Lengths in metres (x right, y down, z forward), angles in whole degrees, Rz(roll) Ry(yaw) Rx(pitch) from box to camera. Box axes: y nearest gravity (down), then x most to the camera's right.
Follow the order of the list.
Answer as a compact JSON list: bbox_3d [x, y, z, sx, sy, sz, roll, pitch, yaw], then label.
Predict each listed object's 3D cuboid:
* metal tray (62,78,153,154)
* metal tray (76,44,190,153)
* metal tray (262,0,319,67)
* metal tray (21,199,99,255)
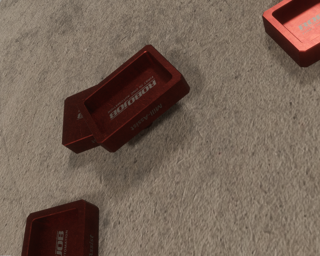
[{"bbox_3d":[-0.080,-0.024,0.456,0.130,0.030,0.090,-20,54,16],"label":"metal tray"},{"bbox_3d":[-0.038,-0.041,0.404,0.130,0.030,0.090,-39,51,1],"label":"metal tray"},{"bbox_3d":[0.207,-0.141,0.378,0.130,0.030,0.090,-30,52,8],"label":"metal tray"},{"bbox_3d":[-0.119,0.159,0.363,0.090,0.030,0.130,-18,55,17],"label":"metal tray"}]
